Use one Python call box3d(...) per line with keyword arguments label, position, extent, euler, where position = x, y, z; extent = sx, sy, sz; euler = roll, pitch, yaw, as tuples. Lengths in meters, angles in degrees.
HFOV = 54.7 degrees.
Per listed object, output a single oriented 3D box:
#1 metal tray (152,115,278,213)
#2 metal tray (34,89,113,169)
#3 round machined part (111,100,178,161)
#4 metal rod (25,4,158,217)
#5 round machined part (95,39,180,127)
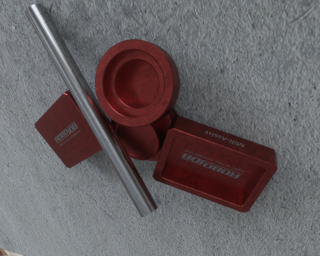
box3d(label="metal tray", position=(0.064, 0.047, 0.386), extent=(0.131, 0.030, 0.089), euler=(20, 127, 3))
box3d(label="metal tray", position=(-0.127, 0.003, 0.460), extent=(0.130, 0.030, 0.090), euler=(-29, 100, 46))
box3d(label="round machined part", position=(-0.024, 0.004, 0.413), extent=(0.098, 0.042, 0.097), euler=(13, 124, 21))
box3d(label="metal rod", position=(-0.088, -0.023, 0.397), extent=(0.025, 0.025, 0.299), euler=(-31, 89, 38))
box3d(label="round machined part", position=(-0.023, -0.051, 0.364), extent=(0.098, 0.042, 0.097), euler=(3, 98, 21))
